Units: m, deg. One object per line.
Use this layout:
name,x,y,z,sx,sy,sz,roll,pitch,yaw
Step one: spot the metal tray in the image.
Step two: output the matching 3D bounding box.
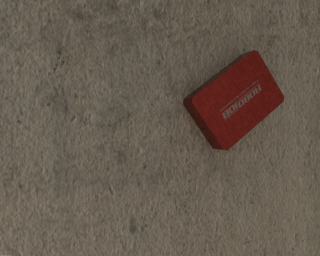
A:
metal tray,0.109,-0.040,0.448,0.131,0.030,0.090,-38,103,-16
